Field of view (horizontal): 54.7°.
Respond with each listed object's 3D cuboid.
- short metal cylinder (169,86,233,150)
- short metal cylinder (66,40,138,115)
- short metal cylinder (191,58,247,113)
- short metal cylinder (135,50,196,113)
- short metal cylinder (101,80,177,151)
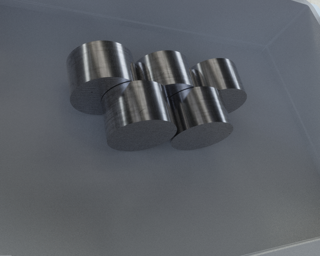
[{"bbox_3d":[0.048,-0.010,0.400,0.081,0.080,0.050,1,62,-28],"label":"short metal cylinder"},{"bbox_3d":[-0.067,-0.057,0.367,0.081,0.080,0.050,1,62,-28],"label":"short metal cylinder"},{"bbox_3d":[0.077,-0.054,0.442,0.081,0.080,0.050,2,61,-28],"label":"short metal cylinder"},{"bbox_3d":[0.005,-0.055,0.404,0.081,0.080,0.050,1,62,-28],"label":"short metal cylinder"},{"bbox_3d":[-0.025,-0.012,0.362,0.081,0.080,0.050,1,62,-28],"label":"short metal cylinder"}]
